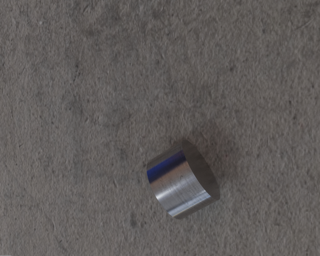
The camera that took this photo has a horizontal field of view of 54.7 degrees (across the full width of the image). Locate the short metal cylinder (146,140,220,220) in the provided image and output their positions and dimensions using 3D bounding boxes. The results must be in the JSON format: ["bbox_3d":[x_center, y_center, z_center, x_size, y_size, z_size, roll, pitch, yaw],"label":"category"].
[{"bbox_3d":[0.029,0.061,0.369,0.050,0.080,0.080,-33,80,17],"label":"short metal cylinder"}]
